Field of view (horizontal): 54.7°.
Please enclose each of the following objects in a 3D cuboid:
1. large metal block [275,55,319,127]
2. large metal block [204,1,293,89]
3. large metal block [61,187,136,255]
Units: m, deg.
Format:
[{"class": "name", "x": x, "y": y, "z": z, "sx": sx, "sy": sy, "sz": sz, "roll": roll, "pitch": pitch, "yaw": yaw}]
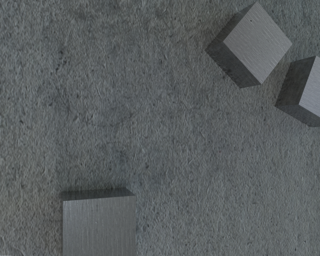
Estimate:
[{"class": "large metal block", "x": 0.239, "y": -0.054, "z": 0.484, "sx": 0.080, "sy": 0.050, "sz": 0.080, "roll": 25, "pitch": 82, "yaw": -18}, {"class": "large metal block", "x": 0.126, "y": -0.115, "z": 0.442, "sx": 0.080, "sy": 0.050, "sz": 0.080, "roll": 43, "pitch": 77, "yaw": -15}, {"class": "large metal block", "x": -0.074, "y": 0.118, "z": 0.368, "sx": 0.081, "sy": 0.050, "sz": 0.080, "roll": 0, "pitch": 90, "yaw": -20}]
